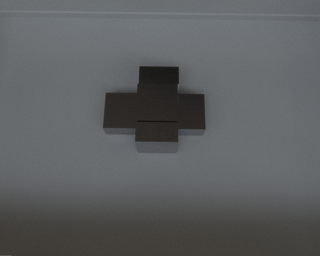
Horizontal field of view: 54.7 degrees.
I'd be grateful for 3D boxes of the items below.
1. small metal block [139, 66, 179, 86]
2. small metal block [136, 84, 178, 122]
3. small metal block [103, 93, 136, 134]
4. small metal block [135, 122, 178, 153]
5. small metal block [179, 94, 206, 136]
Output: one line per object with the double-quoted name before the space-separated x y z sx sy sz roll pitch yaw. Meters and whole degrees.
"small metal block" -0.001 -0.059 0.415 0.050 0.050 0.025 1 70 0
"small metal block" -0.003 -0.028 0.390 0.050 0.025 0.050 1 70 0
"small metal block" -0.047 -0.019 0.414 0.050 0.025 0.050 1 70 0
"small metal block" -0.004 0.013 0.388 0.050 0.050 0.025 1 70 0
"small metal block" 0.033 -0.018 0.414 0.050 0.025 0.050 1 70 0
